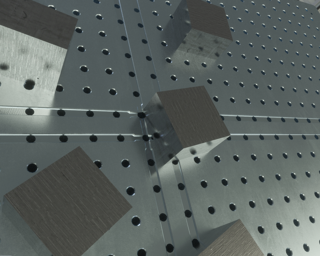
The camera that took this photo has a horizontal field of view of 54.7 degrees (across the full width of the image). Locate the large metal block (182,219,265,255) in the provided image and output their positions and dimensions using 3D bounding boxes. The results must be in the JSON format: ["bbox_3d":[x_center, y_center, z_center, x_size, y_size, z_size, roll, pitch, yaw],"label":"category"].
[{"bbox_3d":[0.071,0.160,0.335,0.081,0.050,0.080,-24,75,-37],"label":"large metal block"}]

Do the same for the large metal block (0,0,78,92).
[{"bbox_3d":[-0.147,-0.095,0.352,0.081,0.080,0.050,18,55,-18],"label":"large metal block"}]

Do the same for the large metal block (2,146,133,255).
[{"bbox_3d":[-0.089,0.078,0.298,0.080,0.050,0.080,48,51,5],"label":"large metal block"}]

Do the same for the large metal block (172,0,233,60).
[{"bbox_3d":[0.072,-0.174,0.539,0.081,0.050,0.080,8,58,-24],"label":"large metal block"}]

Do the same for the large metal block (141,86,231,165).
[{"bbox_3d":[0.034,-0.006,0.416,0.081,0.050,0.080,-12,68,-34],"label":"large metal block"}]
